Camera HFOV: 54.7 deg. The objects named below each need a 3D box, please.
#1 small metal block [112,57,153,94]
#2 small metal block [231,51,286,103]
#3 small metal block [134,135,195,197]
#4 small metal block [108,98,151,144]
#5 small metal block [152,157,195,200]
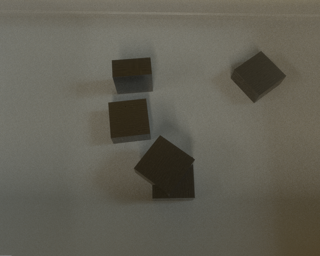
[{"bbox_3d":[-0.036,-0.070,0.422,0.050,0.050,0.025,-5,70,-2],"label":"small metal block"},{"bbox_3d":[0.138,-0.072,0.437,0.050,0.025,0.050,-35,74,-12],"label":"small metal block"},{"bbox_3d":[0.005,0.045,0.366,0.050,0.025,0.050,35,74,12],"label":"small metal block"},{"bbox_3d":[-0.040,-0.009,0.412,0.050,0.025,0.050,-7,70,-3],"label":"small metal block"},{"bbox_3d":[0.016,0.064,0.386,0.050,0.025,0.050,-1,70,-1],"label":"small metal block"}]
